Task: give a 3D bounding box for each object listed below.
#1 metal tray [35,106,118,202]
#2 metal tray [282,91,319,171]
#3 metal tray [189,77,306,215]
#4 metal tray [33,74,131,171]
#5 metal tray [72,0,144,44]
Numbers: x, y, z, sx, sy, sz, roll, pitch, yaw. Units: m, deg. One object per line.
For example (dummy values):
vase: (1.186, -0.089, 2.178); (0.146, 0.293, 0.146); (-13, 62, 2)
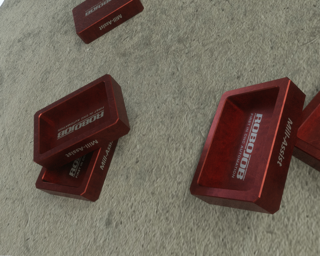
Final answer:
metal tray: (-0.111, 0.032, 0.439); (0.090, 0.030, 0.130); (2, 62, 29)
metal tray: (0.198, -0.010, 0.302); (0.130, 0.030, 0.090); (-48, 51, -6)
metal tray: (0.089, 0.016, 0.320); (0.090, 0.030, 0.130); (-8, 54, 55)
metal tray: (-0.111, -0.008, 0.424); (0.130, 0.030, 0.090); (-26, 53, 12)
metal tray: (-0.103, -0.228, 0.594); (0.130, 0.030, 0.090); (-28, 52, 10)
